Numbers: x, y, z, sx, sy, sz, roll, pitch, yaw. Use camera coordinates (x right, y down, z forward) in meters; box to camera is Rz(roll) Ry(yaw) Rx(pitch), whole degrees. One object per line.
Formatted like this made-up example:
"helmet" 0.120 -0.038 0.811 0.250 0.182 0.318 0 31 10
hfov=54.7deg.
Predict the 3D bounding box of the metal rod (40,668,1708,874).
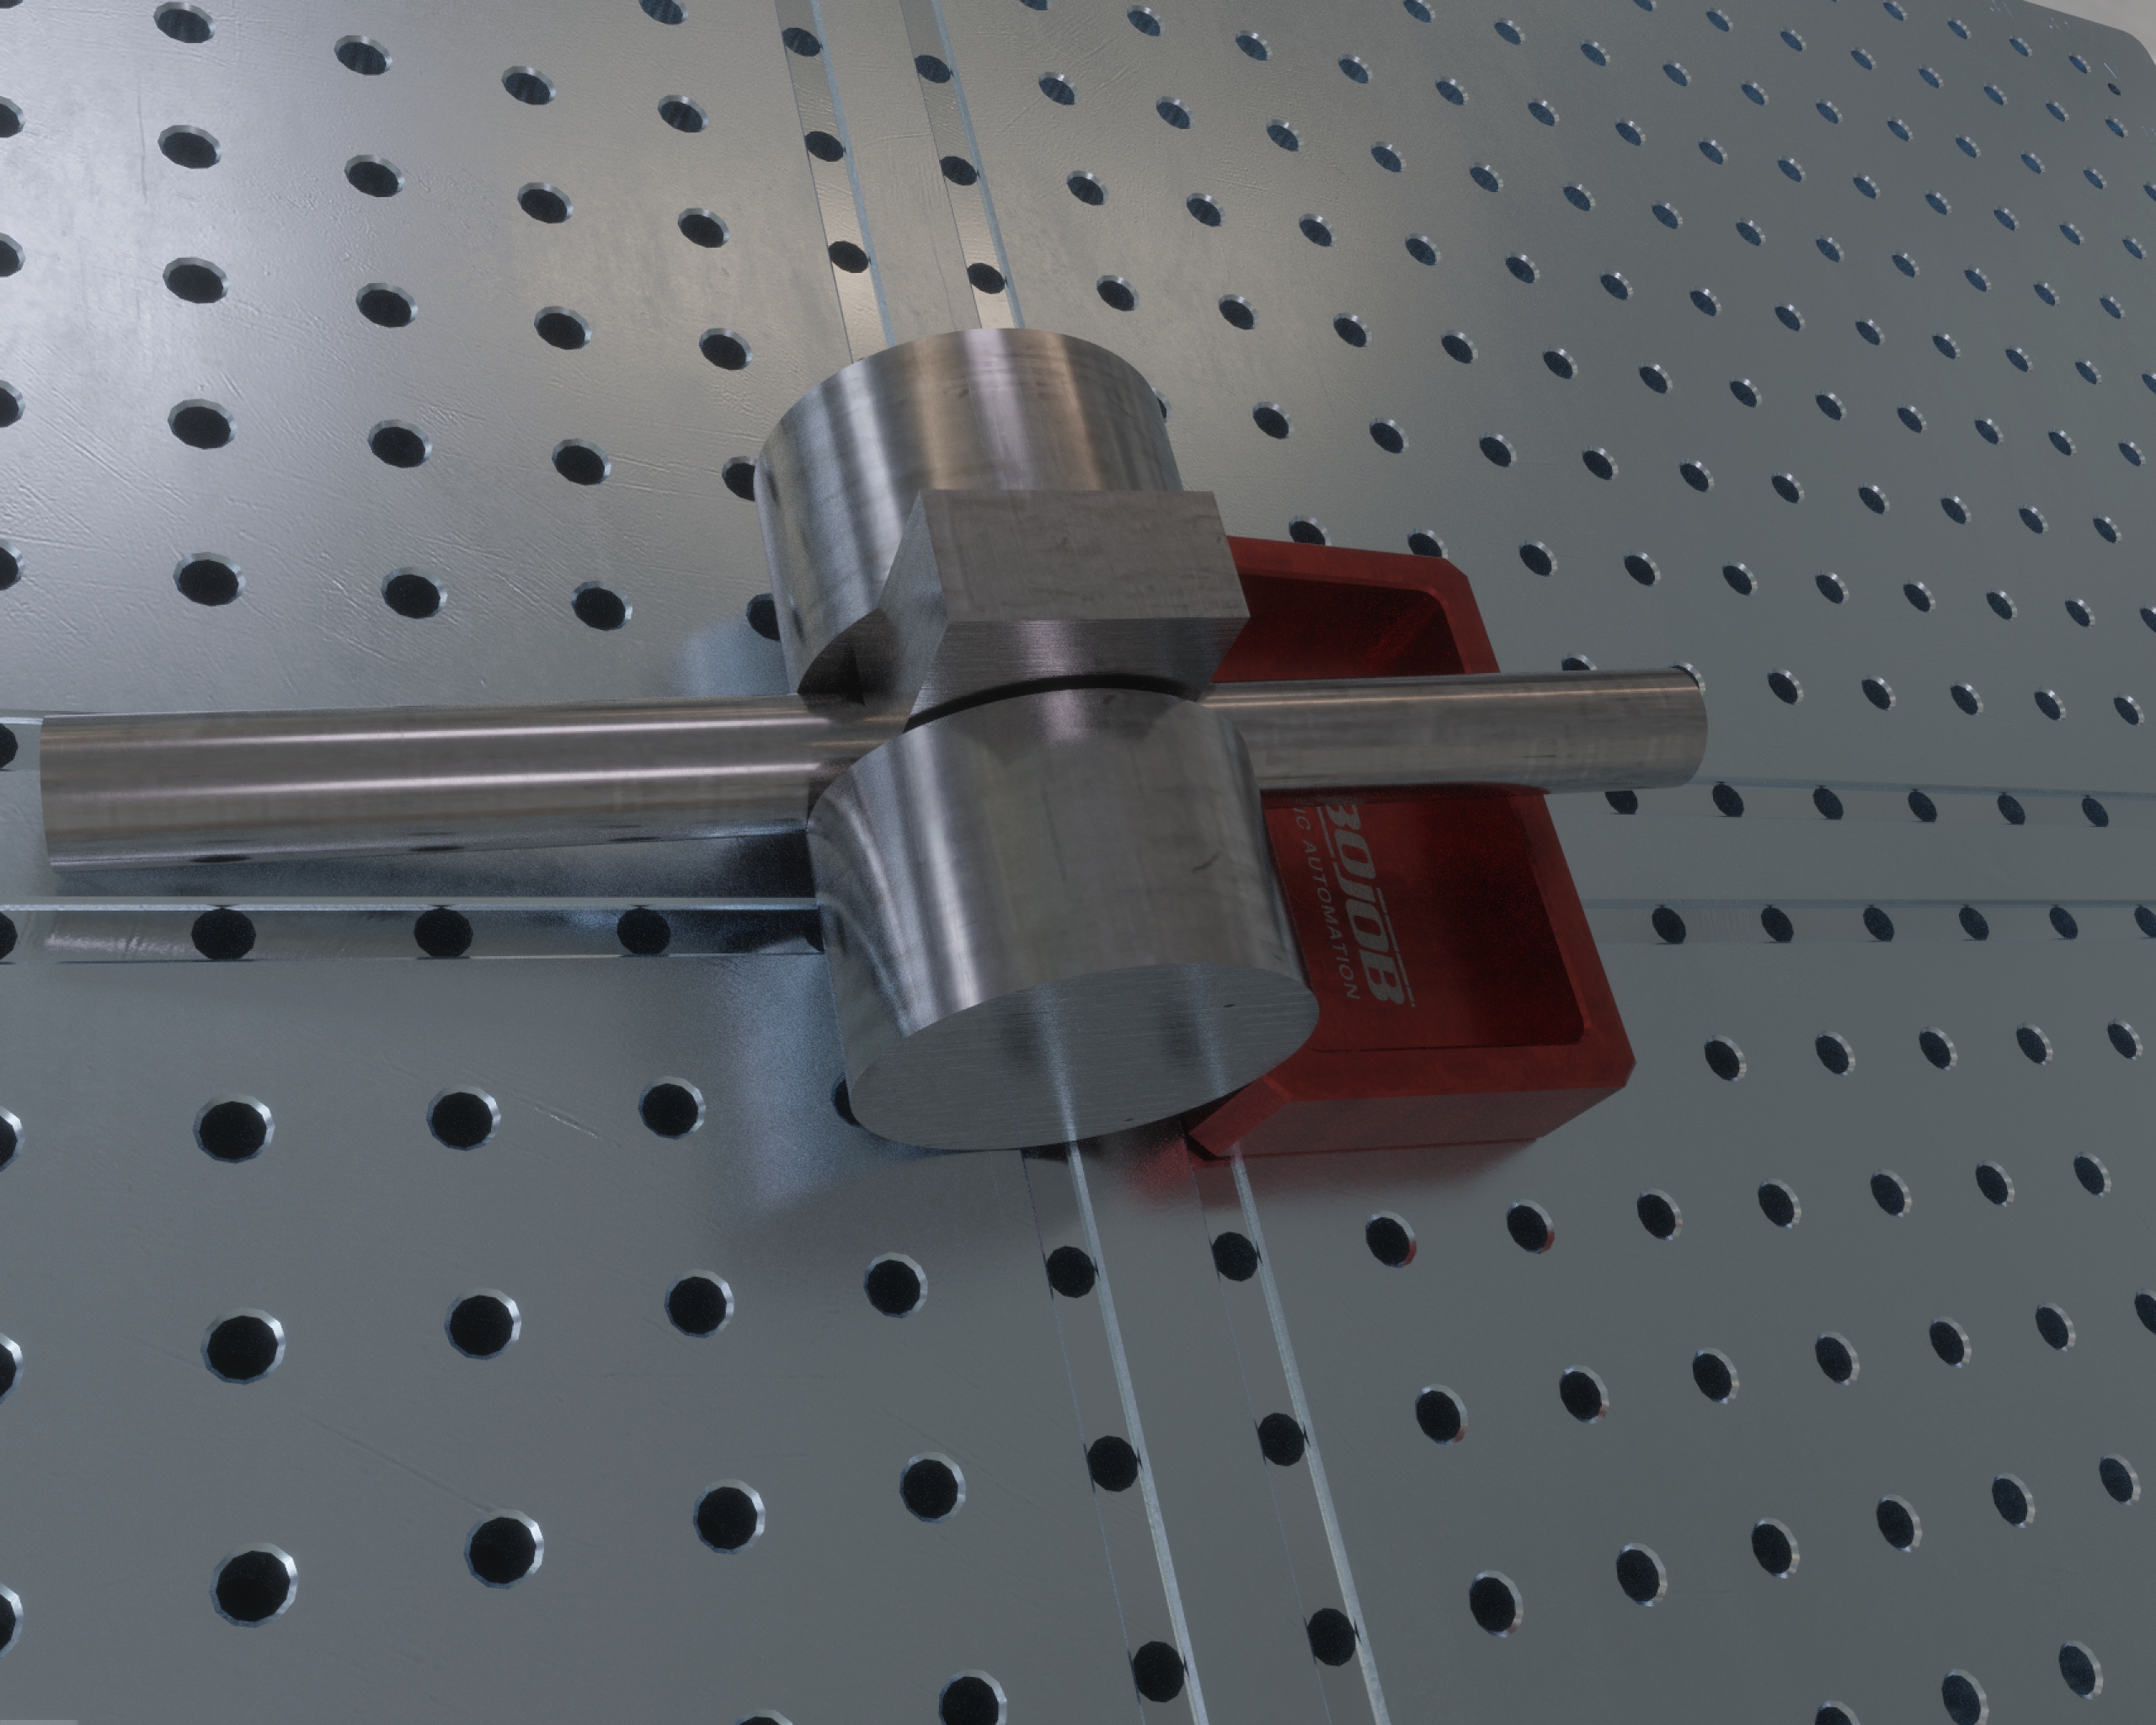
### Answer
"metal rod" -0.019 -0.019 0.379 0.303 0.025 0.025 -3 63 -20

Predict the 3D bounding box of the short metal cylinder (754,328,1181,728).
"short metal cylinder" -0.017 -0.055 0.395 0.081 0.080 0.050 1 62 -28

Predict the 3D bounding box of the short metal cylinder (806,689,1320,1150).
"short metal cylinder" -0.003 0.012 0.363 0.081 0.080 0.050 1 61 -28

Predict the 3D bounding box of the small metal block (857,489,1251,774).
"small metal block" -0.006 -0.037 0.351 0.050 0.050 0.025 -4 63 -21

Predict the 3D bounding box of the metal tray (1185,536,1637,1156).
"metal tray" 0.055 -0.006 0.438 0.091 0.030 0.130 1 61 -28
